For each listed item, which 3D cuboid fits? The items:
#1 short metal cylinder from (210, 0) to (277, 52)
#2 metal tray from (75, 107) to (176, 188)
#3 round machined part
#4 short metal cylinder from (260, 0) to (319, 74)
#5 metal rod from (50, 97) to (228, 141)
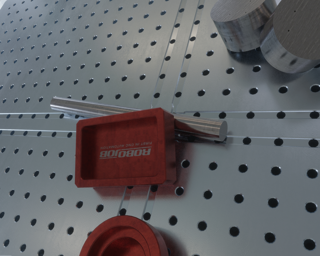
[{"bbox_3d":[0.114,-0.148,0.412,0.080,0.050,0.080,-22,41,21],"label":"short metal cylinder"},{"bbox_3d":[-0.046,0.028,0.393,0.130,0.030,0.090,-7,77,25],"label":"metal tray"},{"bbox_3d":[-0.035,0.146,0.326,0.098,0.042,0.098,-13,56,21],"label":"round machined part"},{"bbox_3d":[0.161,-0.108,0.351,0.080,0.050,0.080,0,83,2],"label":"short metal cylinder"},{"bbox_3d":[-0.050,-0.019,0.446,0.300,0.025,0.025,10,67,32],"label":"metal rod"}]
